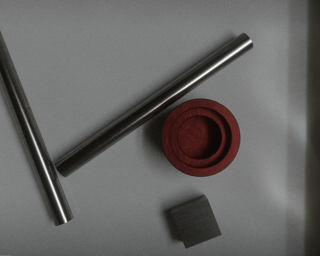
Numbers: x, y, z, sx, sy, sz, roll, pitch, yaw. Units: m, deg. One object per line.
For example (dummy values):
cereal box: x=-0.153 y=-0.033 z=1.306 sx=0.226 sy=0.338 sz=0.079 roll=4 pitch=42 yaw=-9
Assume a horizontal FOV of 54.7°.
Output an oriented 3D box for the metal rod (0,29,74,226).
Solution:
metal rod: x=-0.181 y=-0.015 z=0.408 sx=0.025 sy=0.025 sz=0.299 roll=-21 pitch=90 yaw=0

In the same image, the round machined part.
round machined part: x=0.051 y=0.012 z=0.404 sx=0.099 sy=0.042 sz=0.097 roll=0 pitch=90 yaw=-1

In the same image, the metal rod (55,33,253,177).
metal rod: x=-0.007 y=-0.030 z=0.411 sx=0.301 sy=0.025 sz=0.025 roll=-35 pitch=90 yaw=-1

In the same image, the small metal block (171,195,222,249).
small metal block: x=0.047 y=0.124 z=0.412 sx=0.050 sy=0.025 sz=0.050 roll=-21 pitch=90 yaw=-1
